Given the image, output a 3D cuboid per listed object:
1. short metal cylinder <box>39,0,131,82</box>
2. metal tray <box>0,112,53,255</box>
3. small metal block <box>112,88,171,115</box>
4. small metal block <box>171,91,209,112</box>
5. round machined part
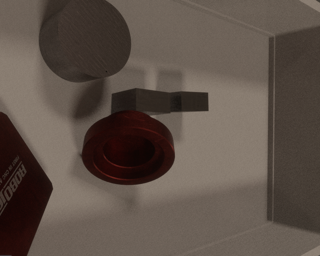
[{"bbox_3d":[-0.078,-0.090,0.326,0.081,0.050,0.079,0,90,-40],"label":"short metal cylinder"},{"bbox_3d":[-0.130,0.050,0.235,0.030,0.130,0.090,-23,112,2],"label":"metal tray"},{"bbox_3d":[-0.023,-0.030,0.372,0.050,0.050,0.025,2,86,-40],"label":"small metal block"},{"bbox_3d":[0.029,-0.034,0.417,0.050,0.050,0.025,-3,92,-40],"label":"small metal block"},{"bbox_3d":[-0.034,0.019,0.345,0.098,0.098,0.042,38,32,-34],"label":"round machined part"}]
